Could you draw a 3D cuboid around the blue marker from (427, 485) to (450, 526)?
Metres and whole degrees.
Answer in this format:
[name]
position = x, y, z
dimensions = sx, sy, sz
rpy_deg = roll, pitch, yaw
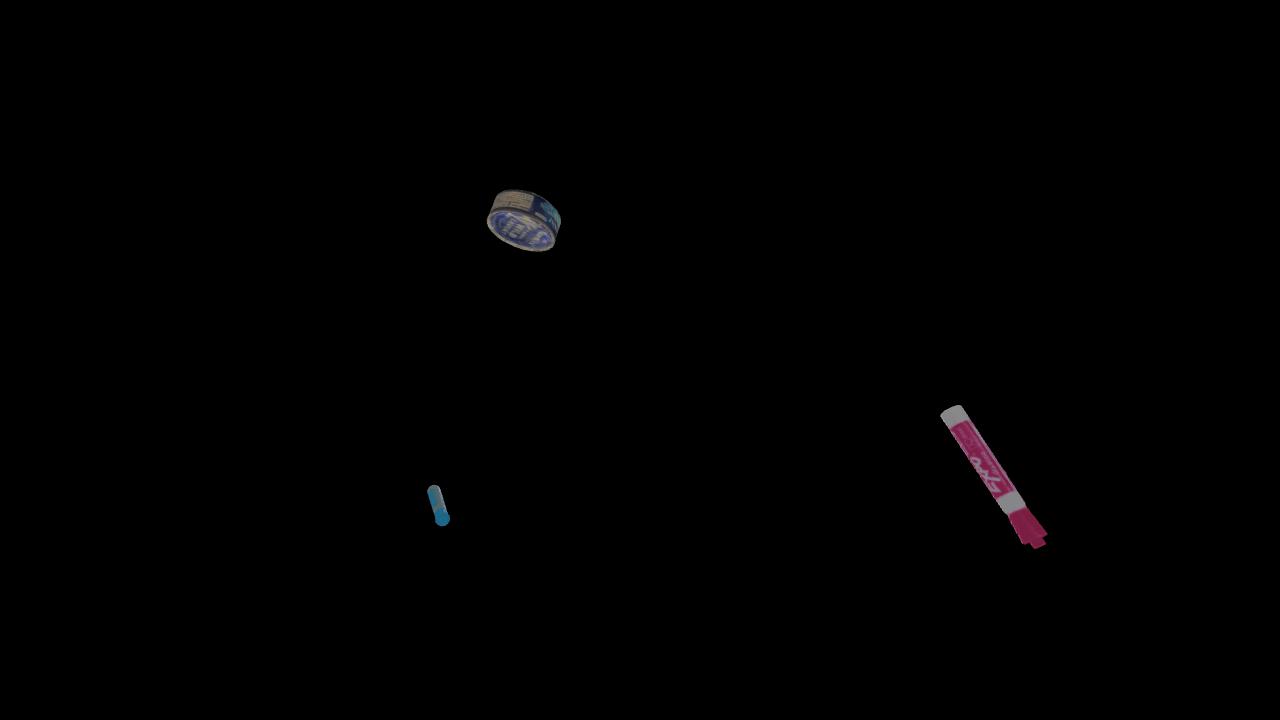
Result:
[blue marker]
position = -0.284, 0.204, 0.866
dimensions = 0.020, 0.020, 0.121
rpy_deg = 0, 8, -24

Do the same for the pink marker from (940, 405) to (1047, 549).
[pink marker]
position = 0.282, 0.091, 0.491
dimensions = 0.020, 0.121, 0.020
rpy_deg = -15, -32, -9

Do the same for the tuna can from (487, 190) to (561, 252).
[tuna can]
position = -0.138, -0.167, 0.739
dimensions = 0.084, 0.034, 0.084
rpy_deg = 13, -20, 5
